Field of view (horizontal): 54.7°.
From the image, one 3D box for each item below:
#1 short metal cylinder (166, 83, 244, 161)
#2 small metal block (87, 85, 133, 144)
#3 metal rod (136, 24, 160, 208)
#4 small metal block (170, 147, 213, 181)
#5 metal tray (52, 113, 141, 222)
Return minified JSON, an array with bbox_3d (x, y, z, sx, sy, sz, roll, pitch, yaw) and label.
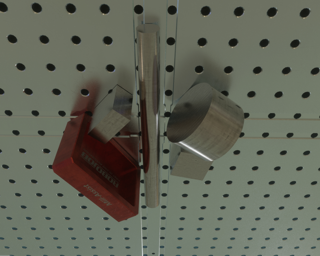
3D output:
[{"bbox_3d":[0.052,-0.007,0.370,0.050,0.080,0.080,31,123,-24],"label":"short metal cylinder"},{"bbox_3d":[-0.060,-0.017,0.379,0.025,0.050,0.050,34,122,-26],"label":"small metal block"},{"bbox_3d":[-0.013,0.010,0.419,0.025,0.025,0.298,0,130,0],"label":"metal rod"},{"bbox_3d":[0.046,0.048,0.454,0.050,0.025,0.050,12,129,-10],"label":"small metal block"},{"bbox_3d":[-0.076,0.054,0.413,0.030,0.090,0.130,-26,126,20],"label":"metal tray"}]
